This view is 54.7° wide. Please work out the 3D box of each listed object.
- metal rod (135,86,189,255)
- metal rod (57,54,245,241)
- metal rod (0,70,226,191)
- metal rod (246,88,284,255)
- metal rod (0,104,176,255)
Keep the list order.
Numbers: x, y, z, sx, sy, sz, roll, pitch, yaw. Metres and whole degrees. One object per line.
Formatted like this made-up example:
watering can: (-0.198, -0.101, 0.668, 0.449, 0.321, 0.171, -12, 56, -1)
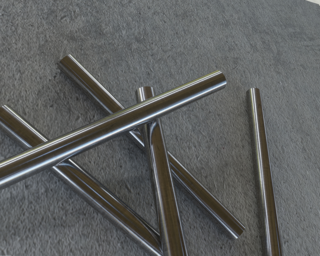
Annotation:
metal rod: (0.008, 0.087, 0.321, 0.025, 0.025, 0.299, 3, 60, -27)
metal rod: (-0.013, 0.022, 0.383, 0.300, 0.025, 0.025, 45, 51, 3)
metal rod: (-0.051, -0.001, 0.325, 0.302, 0.025, 0.025, -25, 75, -24)
metal rod: (0.147, 0.065, 0.442, 0.025, 0.025, 0.300, 18, 55, -18)
metal rod: (-0.052, 0.082, 0.325, 0.300, 0.025, 0.025, 40, 51, -1)
